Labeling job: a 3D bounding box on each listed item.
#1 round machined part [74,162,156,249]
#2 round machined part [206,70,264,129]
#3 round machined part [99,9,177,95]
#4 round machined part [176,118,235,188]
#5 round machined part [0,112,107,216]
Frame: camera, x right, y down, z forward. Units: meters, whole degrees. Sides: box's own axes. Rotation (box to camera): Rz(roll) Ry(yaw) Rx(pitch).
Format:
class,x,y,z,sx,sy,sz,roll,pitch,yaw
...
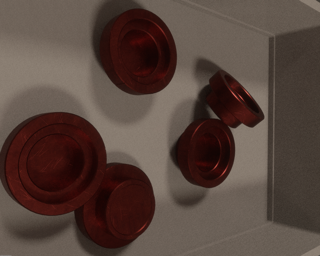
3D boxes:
class,x,y,z,sx,sy,sz,roll,pitch,yaw
round machined part,-0.044,0.091,0.360,0.099,0.042,0.097,0,90,-40
round machined part,0.108,-0.038,0.467,0.098,0.042,0.098,36,27,-22
round machined part,-0.030,-0.088,0.372,0.099,0.042,0.097,0,90,-40
round machined part,0.061,0.034,0.448,0.099,0.042,0.097,-3,94,-39
round machined part,-0.106,0.033,0.308,0.099,0.042,0.097,0,90,-40
